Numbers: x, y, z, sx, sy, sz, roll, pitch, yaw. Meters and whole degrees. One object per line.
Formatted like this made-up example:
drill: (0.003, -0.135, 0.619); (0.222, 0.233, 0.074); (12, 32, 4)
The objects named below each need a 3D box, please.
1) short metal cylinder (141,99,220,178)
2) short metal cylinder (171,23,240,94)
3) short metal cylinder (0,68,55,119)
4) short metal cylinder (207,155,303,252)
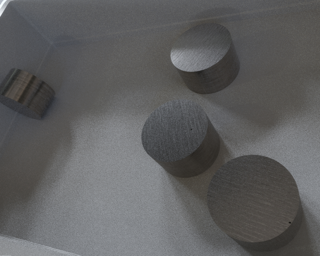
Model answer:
short metal cylinder: (0.025, 0.013, 0.367); (0.080, 0.050, 0.080); (-13, 56, 20)
short metal cylinder: (0.061, -0.092, 0.413); (0.080, 0.050, 0.080); (-13, 56, 20)
short metal cylinder: (-0.226, -0.056, 0.520); (0.080, 0.080, 0.050); (11, 67, 32)
short metal cylinder: (0.091, 0.072, 0.297); (0.080, 0.050, 0.080); (-13, 56, 20)
